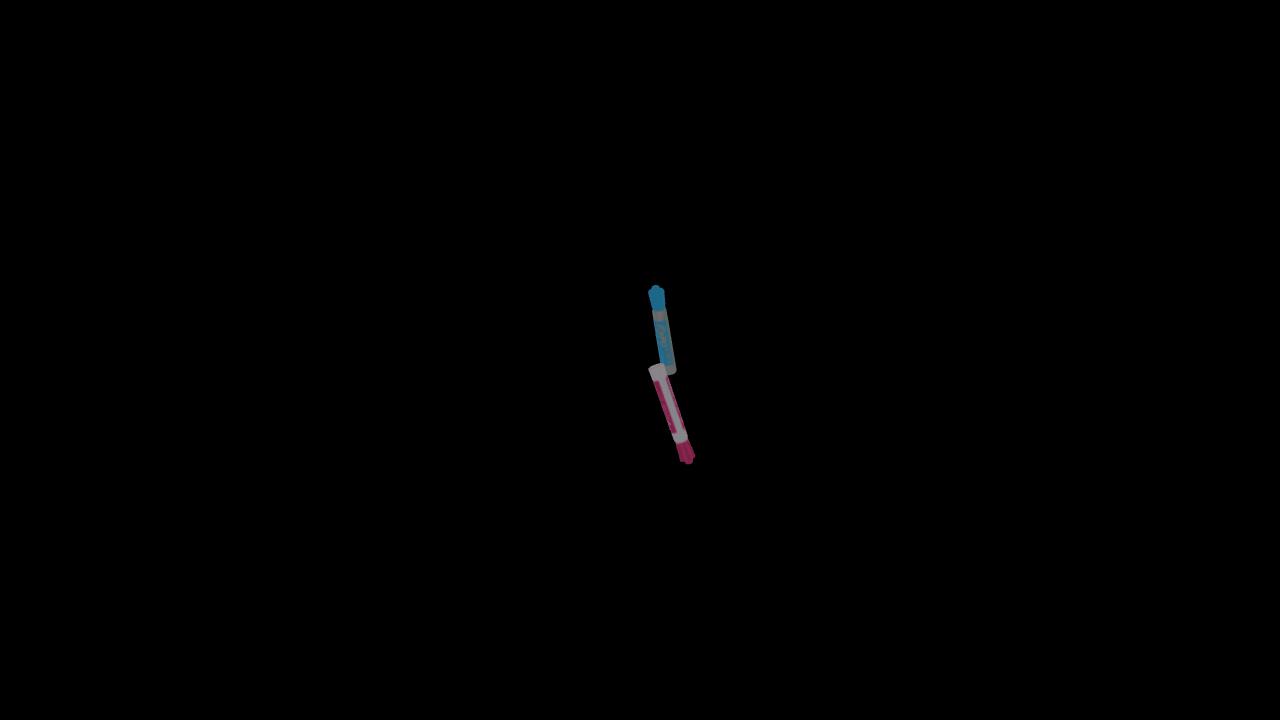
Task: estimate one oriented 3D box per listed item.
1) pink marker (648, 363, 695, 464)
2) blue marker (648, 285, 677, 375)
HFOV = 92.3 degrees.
[{"bbox_3d":[0.037,0.063,0.698,0.020,0.121,0.020,-18,10,3],"label":"pink marker"},{"bbox_3d":[0.027,-0.035,0.733,0.020,0.121,0.020,-7,35,5],"label":"blue marker"}]
